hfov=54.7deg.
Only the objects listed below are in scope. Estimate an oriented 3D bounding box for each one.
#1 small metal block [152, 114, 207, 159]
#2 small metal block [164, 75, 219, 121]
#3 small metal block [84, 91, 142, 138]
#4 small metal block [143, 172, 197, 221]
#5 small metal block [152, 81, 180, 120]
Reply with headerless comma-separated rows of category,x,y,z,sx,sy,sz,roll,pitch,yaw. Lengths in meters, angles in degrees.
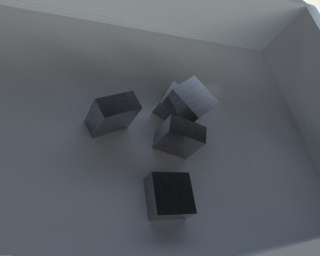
small metal block,0.024,0.012,0.397,0.050,0.050,0.025,20,54,-17
small metal block,0.043,-0.037,0.422,0.050,0.025,0.050,49,51,6
small metal block,-0.057,-0.016,0.370,0.050,0.050,0.025,-18,72,-35
small metal block,0.011,0.080,0.364,0.050,0.025,0.050,5,59,-26
small metal block,0.025,-0.031,0.440,0.050,0.025,0.050,35,51,-6
